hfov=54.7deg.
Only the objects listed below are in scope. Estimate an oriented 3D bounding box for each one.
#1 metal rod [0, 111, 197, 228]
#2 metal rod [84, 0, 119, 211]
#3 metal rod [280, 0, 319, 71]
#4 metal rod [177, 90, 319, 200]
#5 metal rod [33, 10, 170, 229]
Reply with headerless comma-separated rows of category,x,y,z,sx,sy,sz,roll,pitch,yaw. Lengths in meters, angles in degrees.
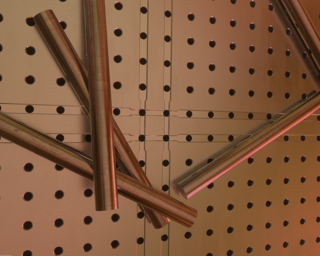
metal rod,-0.089,0.044,0.363,0.301,0.025,0.025,29,80,-12
metal rod,-0.071,-0.058,0.360,0.025,0.025,0.298,-2,81,-20
metal rod,0.277,-0.105,0.517,0.025,0.025,0.299,-40,103,-16
metal rod,0.155,0.016,0.471,0.302,0.025,0.025,-30,100,-18
metal rod,-0.067,-0.003,0.388,0.025,0.025,0.299,-32,101,-17
